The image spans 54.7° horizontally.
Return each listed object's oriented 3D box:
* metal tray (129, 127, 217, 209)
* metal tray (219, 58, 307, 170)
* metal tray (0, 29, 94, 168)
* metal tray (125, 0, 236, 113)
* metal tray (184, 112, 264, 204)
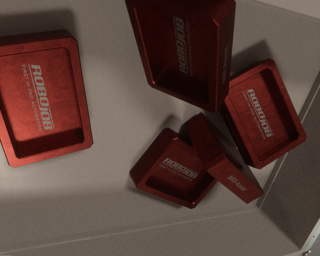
[{"bbox_3d":[0.031,0.065,0.464,0.131,0.030,0.090,31,101,-38],"label":"metal tray"},{"bbox_3d":[0.139,-0.019,0.435,0.090,0.030,0.130,-30,101,-10],"label":"metal tray"},{"bbox_3d":[-0.125,-0.029,0.320,0.091,0.030,0.129,-15,125,-21],"label":"metal tray"},{"bbox_3d":[0.023,-0.076,0.304,0.030,0.090,0.130,-56,157,-21],"label":"metal tray"},{"bbox_3d":[0.093,0.045,0.443,0.030,0.090,0.130,-37,131,16],"label":"metal tray"}]
